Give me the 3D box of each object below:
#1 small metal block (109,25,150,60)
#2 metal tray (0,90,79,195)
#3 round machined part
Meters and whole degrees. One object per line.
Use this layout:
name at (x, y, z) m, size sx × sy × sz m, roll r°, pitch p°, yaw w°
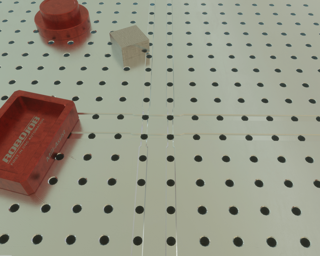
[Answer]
small metal block at (-0.052, -0.147, 0.531) m, size 0.050 × 0.025 × 0.050 m, roll -23°, pitch 54°, yaw -18°
metal tray at (-0.173, 0.012, 0.392) m, size 0.090 × 0.030 × 0.130 m, roll 12°, pitch 51°, yaw 10°
round machined part at (-0.181, -0.208, 0.570) m, size 0.099 × 0.042 × 0.098 m, roll 0°, pitch 50°, yaw 0°
